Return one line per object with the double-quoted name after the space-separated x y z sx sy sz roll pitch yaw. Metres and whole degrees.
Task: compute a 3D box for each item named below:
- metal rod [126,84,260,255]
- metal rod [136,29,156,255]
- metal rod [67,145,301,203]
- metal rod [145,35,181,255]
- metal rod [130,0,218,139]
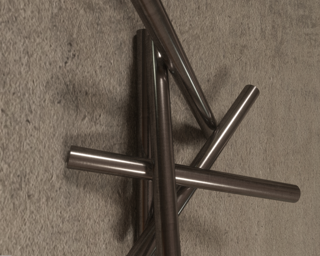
0.055 0.050 0.412 0.301 0.025 0.025 -51 121 -24 "metal rod"
-0.017 0.027 0.392 0.025 0.025 0.298 0 90 -40 "metal rod"
0.044 0.060 0.376 0.302 0.025 0.025 12 82 -19 "metal rod"
0.003 0.038 0.337 0.025 0.025 0.299 8 73 -40 "metal rod"
0.028 -0.062 0.366 0.025 0.025 0.300 -63 145 -21 "metal rod"
